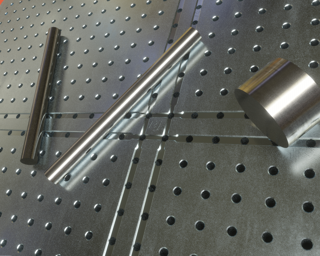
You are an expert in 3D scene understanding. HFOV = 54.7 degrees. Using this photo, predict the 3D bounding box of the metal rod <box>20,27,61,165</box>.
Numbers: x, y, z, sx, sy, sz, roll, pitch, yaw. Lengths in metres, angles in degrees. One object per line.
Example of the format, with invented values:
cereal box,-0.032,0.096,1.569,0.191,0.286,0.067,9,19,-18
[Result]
metal rod,-0.211,-0.074,0.561,0.025,0.025,0.299,-16,55,19

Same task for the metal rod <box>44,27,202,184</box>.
metal rod,-0.051,-0.035,0.454,0.300,0.025,0.025,-46,51,-4

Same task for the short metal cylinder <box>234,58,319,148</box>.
short metal cylinder,0.124,-0.026,0.323,0.050,0.080,0.080,-39,51,2
